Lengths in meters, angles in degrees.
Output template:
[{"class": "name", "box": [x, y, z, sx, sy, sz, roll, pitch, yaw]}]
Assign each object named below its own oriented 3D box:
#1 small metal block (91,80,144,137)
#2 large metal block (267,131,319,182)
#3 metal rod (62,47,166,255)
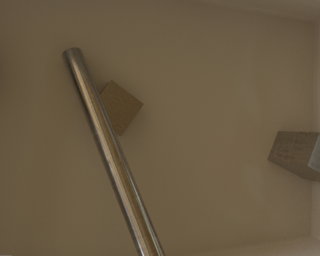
[{"class": "small metal block", "box": [-0.058, -0.024, 0.390, 0.050, 0.025, 0.050, 37, 78, -17]}, {"class": "large metal block", "box": [0.227, 0.045, 0.468, 0.080, 0.080, 0.050, 27, 81, -19]}, {"class": "metal rod", "box": [-0.047, 0.042, 0.334, 0.025, 0.025, 0.299, -19, 74, -19]}]
